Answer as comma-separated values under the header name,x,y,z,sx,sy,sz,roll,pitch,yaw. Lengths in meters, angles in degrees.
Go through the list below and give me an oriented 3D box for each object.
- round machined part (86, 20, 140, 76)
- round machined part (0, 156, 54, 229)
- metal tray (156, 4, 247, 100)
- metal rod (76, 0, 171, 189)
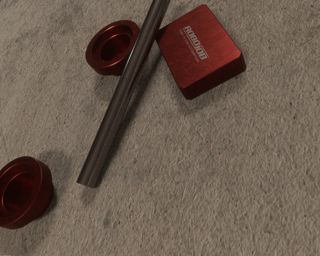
name,x,y,z,sx,sy,sz,roll,pitch,yaw
round machined part,-0.068,-0.124,0.503,0.098,0.042,0.098,-13,56,20
round machined part,-0.190,0.092,0.434,0.098,0.042,0.098,-13,56,20
metal tray,0.052,-0.111,0.441,0.090,0.030,0.130,-28,52,10
metal rod,-0.047,-0.061,0.440,0.025,0.025,0.299,12,75,33
